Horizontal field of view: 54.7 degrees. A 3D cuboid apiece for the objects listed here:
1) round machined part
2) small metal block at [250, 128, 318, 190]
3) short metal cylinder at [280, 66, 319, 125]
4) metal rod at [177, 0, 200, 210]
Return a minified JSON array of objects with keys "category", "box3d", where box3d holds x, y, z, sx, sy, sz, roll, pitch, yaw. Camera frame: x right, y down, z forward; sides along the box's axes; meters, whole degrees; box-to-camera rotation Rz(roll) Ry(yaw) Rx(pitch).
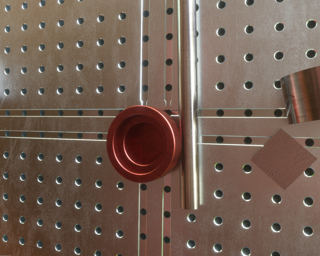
[{"category":"round machined part","box3d":[-0.017,0.020,0.405,0.098,0.042,0.097,0,91,25]},{"category":"small metal block","box3d":[0.143,0.035,0.362,0.050,0.025,0.050,44,103,14]},{"category":"short metal cylinder","box3d":[0.172,-0.035,0.323,0.080,0.080,0.050,-10,87,19]},{"category":"metal rod","box3d":[0.036,-0.047,0.399,0.025,0.025,0.298,-1,90,19]}]
